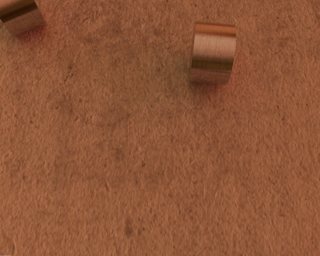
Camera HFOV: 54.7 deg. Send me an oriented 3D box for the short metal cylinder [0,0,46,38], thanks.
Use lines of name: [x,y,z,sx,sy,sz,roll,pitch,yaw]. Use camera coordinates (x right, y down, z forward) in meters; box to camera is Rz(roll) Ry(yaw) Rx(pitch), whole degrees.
short metal cylinder: [-0.206,-0.177,0.441,0.050,0.080,0.080,-28,73,-10]

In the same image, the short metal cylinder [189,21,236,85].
short metal cylinder: [0.068,-0.100,0.416,0.050,0.080,0.080,6,70,2]
